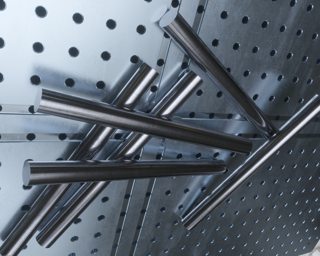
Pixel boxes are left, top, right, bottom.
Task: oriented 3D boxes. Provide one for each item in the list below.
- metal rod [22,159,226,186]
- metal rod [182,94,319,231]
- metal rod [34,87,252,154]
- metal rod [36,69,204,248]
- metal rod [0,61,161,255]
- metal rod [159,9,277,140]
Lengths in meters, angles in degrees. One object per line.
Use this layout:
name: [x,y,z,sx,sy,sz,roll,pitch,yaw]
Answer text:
metal rod: [-0.018,0.054,0.405,0.302,0.025,0.025,4,117,-40]
metal rod: [0.147,0.063,0.505,0.299,0.025,0.025,-47,130,14]
metal rod: [0.006,0.000,0.379,0.302,0.025,0.025,13,112,-34]
metal rod: [-0.055,0.043,0.406,0.300,0.025,0.025,-47,129,5]
metal rod: [-0.103,0.045,0.382,0.025,0.025,0.299,33,100,-38]
metal rod: [0.103,-0.051,0.434,0.025,0.025,0.301,-49,129,6]
